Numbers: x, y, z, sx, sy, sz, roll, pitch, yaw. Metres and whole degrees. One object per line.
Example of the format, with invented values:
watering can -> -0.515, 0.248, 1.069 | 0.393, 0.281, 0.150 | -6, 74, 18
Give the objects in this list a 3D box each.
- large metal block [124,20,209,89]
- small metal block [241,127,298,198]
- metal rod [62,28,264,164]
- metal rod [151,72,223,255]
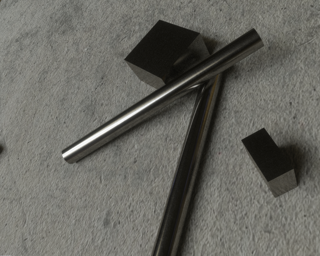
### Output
large metal block -> 0.011, -0.099, 0.442 | 0.080, 0.050, 0.080 | 33, 80, 38
small metal block -> 0.109, 0.035, 0.308 | 0.025, 0.050, 0.050 | -30, 52, 9
metal rod -> -0.008, -0.033, 0.404 | 0.300, 0.025, 0.025 | -31, 52, 16
metal rod -> 0.033, 0.043, 0.358 | 0.025, 0.025, 0.300 | 4, 64, 30
